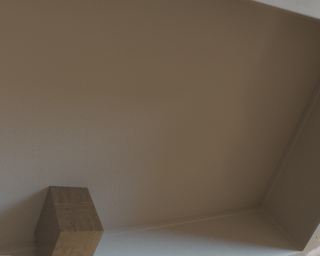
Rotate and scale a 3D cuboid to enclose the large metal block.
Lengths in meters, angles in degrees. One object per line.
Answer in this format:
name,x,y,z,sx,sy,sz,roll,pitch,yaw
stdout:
large metal block,-0.118,0.131,0.389,0.050,0.080,0.079,11,113,-33
